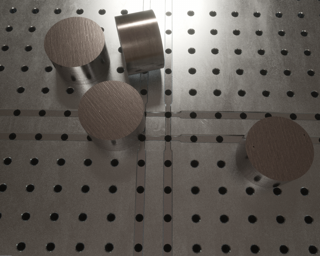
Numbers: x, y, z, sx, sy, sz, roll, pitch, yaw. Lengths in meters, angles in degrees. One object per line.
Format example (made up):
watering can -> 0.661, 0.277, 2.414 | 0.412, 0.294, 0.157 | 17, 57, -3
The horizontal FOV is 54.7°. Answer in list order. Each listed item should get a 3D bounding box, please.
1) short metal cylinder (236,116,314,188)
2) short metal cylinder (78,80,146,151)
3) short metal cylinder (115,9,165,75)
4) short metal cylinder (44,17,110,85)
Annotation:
short metal cylinder -> 0.141, 0.032, 0.389 | 0.081, 0.050, 0.080 | 0, 70, 0
short metal cylinder -> -0.060, -0.015, 0.403 | 0.081, 0.050, 0.080 | 0, 70, 0
short metal cylinder -> -0.028, -0.116, 0.425 | 0.050, 0.080, 0.080 | -13, 71, -5
short metal cylinder -> -0.114, -0.108, 0.436 | 0.081, 0.050, 0.080 | 0, 70, -1
